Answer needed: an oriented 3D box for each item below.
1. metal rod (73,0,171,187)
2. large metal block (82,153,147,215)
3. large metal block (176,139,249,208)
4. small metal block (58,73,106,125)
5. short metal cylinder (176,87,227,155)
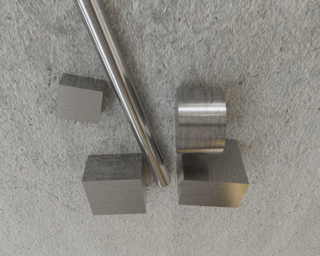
[{"bbox_3d":[-0.035,-0.028,0.382,0.025,0.025,0.299,-12,129,10],"label":"metal rod"},{"bbox_3d":[-0.063,0.085,0.462,0.080,0.050,0.080,-3,130,2],"label":"large metal block"},{"bbox_3d":[0.066,0.058,0.422,0.081,0.080,0.050,4,130,-4],"label":"large metal block"},{"bbox_3d":[-0.095,-0.035,0.377,0.050,0.025,0.050,9,130,-8],"label":"small metal block"},{"bbox_3d":[0.045,-0.008,0.365,0.050,0.080,0.079,0,130,0],"label":"short metal cylinder"}]
